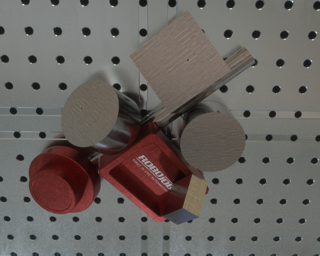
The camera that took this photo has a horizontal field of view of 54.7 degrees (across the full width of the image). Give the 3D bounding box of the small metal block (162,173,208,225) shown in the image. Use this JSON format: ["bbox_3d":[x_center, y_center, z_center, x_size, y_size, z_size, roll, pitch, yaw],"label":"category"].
[{"bbox_3d":[0.033,0.093,0.403,0.025,0.050,0.050,32,142,-13],"label":"small metal block"}]

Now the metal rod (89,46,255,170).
[{"bbox_3d":[-0.009,-0.005,0.413,0.300,0.025,0.025,-35,107,12],"label":"metal rod"}]

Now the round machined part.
[{"bbox_3d":[-0.134,0.076,0.417,0.098,0.042,0.097,7,117,14],"label":"round machined part"}]

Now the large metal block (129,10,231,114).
[{"bbox_3d":[0.025,-0.073,0.361,0.080,0.050,0.080,-35,87,12],"label":"large metal block"}]

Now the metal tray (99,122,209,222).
[{"bbox_3d":[-0.006,0.064,0.419,0.090,0.030,0.130,-36,119,12],"label":"metal tray"}]

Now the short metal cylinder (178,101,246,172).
[{"bbox_3d":[0.065,0.010,0.404,0.081,0.050,0.079,0,110,0],"label":"short metal cylinder"}]

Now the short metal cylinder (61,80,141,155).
[{"bbox_3d":[-0.070,-0.011,0.373,0.080,0.050,0.080,-7,72,24],"label":"short metal cylinder"}]
